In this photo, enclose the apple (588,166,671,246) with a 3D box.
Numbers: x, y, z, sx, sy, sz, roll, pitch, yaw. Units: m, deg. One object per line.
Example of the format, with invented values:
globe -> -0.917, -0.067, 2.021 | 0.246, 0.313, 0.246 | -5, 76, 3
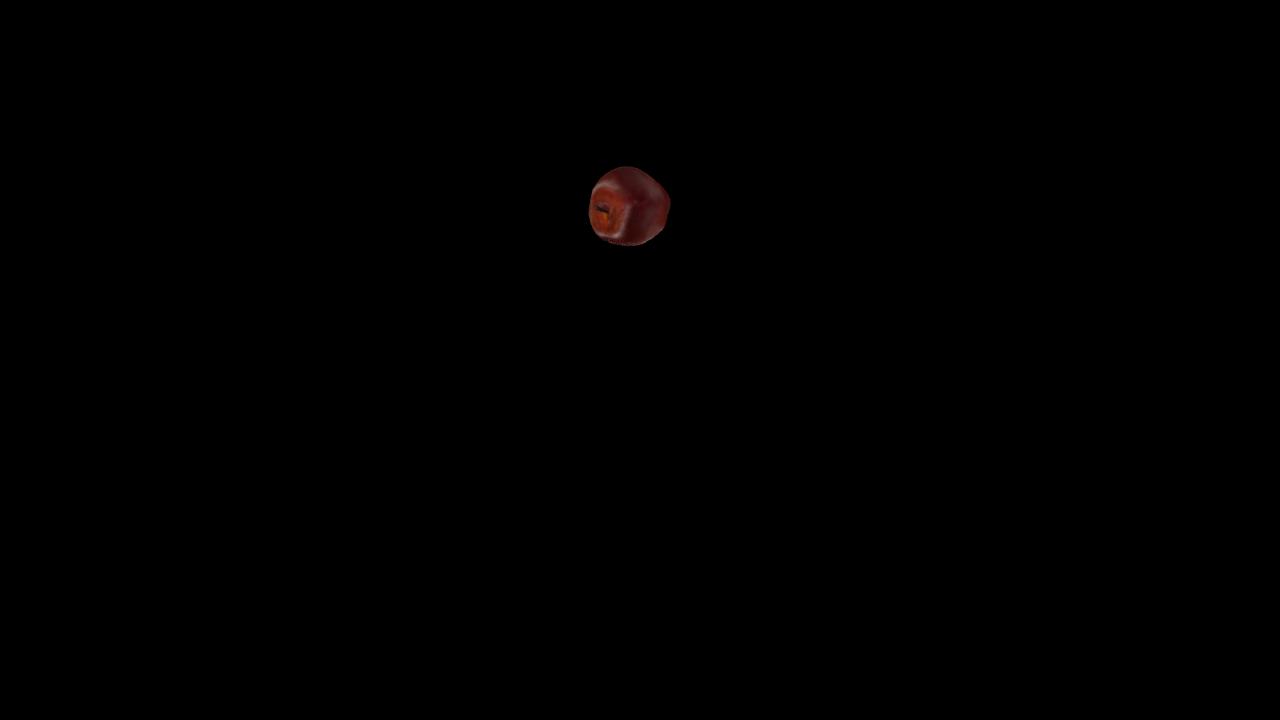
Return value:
apple -> -0.011, -0.157, 0.629 | 0.079, 0.079, 0.093 | 0, 14, 42
